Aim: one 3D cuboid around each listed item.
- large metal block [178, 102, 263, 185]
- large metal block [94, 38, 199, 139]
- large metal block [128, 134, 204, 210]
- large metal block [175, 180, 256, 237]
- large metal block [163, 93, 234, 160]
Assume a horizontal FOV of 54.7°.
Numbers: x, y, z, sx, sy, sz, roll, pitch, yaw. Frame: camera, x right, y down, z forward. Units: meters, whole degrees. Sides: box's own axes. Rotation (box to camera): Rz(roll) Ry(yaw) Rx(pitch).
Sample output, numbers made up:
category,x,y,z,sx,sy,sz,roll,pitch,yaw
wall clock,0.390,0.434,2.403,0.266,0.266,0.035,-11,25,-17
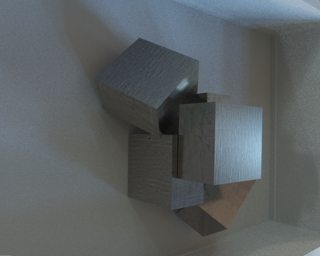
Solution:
category,x,y,z,sx,sy,sz,roll,pitch,yaw
large metal block,0.067,0.016,0.340,0.081,0.050,0.080,2,89,-40
large metal block,-0.012,-0.047,0.349,0.080,0.080,0.050,-51,155,-28
large metal block,0.006,0.047,0.374,0.050,0.080,0.080,1,89,-40
large metal block,0.074,0.094,0.421,0.050,0.080,0.080,38,61,5
large metal block,0.048,-0.001,0.407,0.050,0.080,0.080,1,89,-40
